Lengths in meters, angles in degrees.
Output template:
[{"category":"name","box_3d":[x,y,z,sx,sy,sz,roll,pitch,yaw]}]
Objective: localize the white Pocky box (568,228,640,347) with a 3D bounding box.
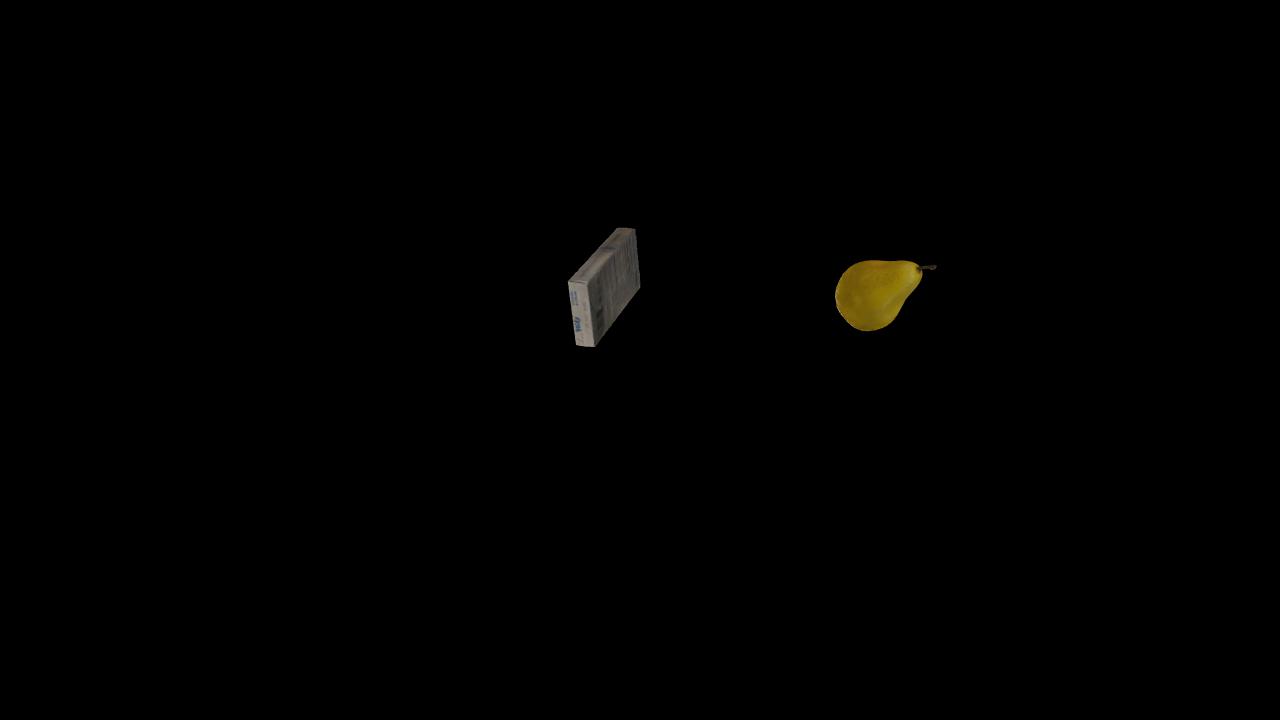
[{"category":"white Pocky box","box_3d":[-0.038,-0.088,0.718,0.028,0.084,0.154,7,35,18]}]

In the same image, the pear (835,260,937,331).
[{"category":"pear","box_3d":[0.268,-0.084,0.669,0.080,0.080,0.111,0,-30,-39]}]
